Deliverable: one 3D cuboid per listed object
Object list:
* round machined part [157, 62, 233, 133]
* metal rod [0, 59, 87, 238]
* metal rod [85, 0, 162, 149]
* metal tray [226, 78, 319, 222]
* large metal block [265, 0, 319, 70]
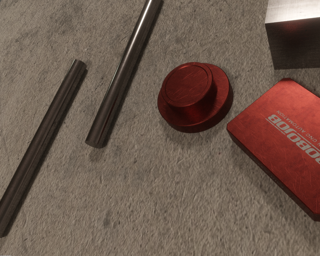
[{"bbox_3d":[0.041,-0.046,0.399,0.098,0.042,0.098,-13,56,20],"label":"round machined part"},{"bbox_3d":[-0.187,0.018,0.487,0.025,0.025,0.300,6,64,30],"label":"metal rod"},{"bbox_3d":[-0.050,-0.107,0.494,0.025,0.025,0.300,5,64,30],"label":"metal rod"},{"bbox_3d":[0.144,0.016,0.315,0.090,0.030,0.130,-40,51,1],"label":"metal tray"},{"bbox_3d":[0.169,-0.112,0.349,0.080,0.080,0.050,2,63,29],"label":"large metal block"}]
